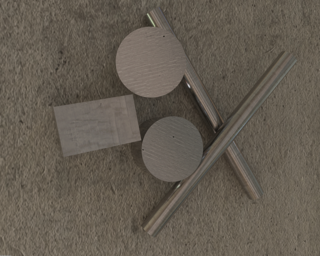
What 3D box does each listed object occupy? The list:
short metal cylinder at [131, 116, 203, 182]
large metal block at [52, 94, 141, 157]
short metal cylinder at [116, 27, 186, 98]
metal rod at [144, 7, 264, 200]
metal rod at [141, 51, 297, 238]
[{"bbox_3d":[0.008,0.025,0.399,0.081,0.050,0.079,0,90,-20],"label":"short metal cylinder"},{"bbox_3d":[-0.075,-0.004,0.352,0.081,0.080,0.050,-12,94,-20],"label":"large metal block"},{"bbox_3d":[-0.012,-0.079,0.379,0.081,0.050,0.079,-1,100,-4],"label":"short metal cylinder"},{"bbox_3d":[0.066,-0.026,0.433,0.025,0.025,0.299,-35,101,-17],"label":"metal rod"},{"bbox_3d":[0.080,0.019,0.413,0.025,0.025,0.300,41,86,-16],"label":"metal rod"}]
